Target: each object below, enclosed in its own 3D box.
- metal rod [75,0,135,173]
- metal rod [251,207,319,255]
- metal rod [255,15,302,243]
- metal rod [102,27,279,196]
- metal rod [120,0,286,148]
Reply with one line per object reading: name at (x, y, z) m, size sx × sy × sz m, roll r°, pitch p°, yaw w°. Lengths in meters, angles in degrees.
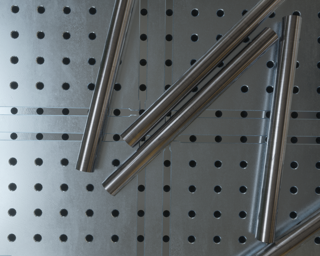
metal rod at (-0.065, -0.089, 0.412) m, size 0.025 × 0.025 × 0.298 m, roll 13°, pitch 90°, yaw -1°
metal rod at (0.161, 0.161, 0.415) m, size 0.301 × 0.025 × 0.025 m, roll -35°, pitch 90°, yaw -1°
metal rod at (0.158, 0.001, 0.415) m, size 0.025 × 0.025 × 0.298 m, roll 7°, pitch 90°, yaw -1°
metal rod at (0.040, -0.022, 0.413) m, size 0.300 × 0.025 × 0.025 m, roll -44°, pitch 91°, yaw -1°
metal rod at (0.064, -0.087, 0.414) m, size 0.300 × 0.025 × 0.025 m, roll -44°, pitch 91°, yaw -1°
